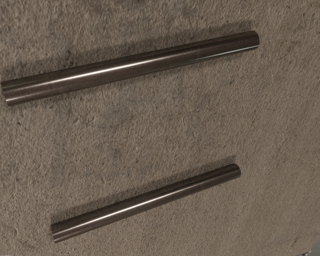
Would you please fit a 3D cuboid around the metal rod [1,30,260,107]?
[{"bbox_3d":[-0.015,-0.074,0.353,0.302,0.025,0.025,-17,125,-19],"label":"metal rod"}]

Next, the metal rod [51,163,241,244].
[{"bbox_3d":[-0.007,0.108,0.471,0.302,0.025,0.025,-15,125,-21],"label":"metal rod"}]
